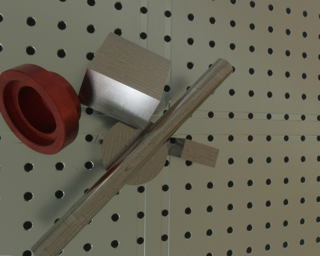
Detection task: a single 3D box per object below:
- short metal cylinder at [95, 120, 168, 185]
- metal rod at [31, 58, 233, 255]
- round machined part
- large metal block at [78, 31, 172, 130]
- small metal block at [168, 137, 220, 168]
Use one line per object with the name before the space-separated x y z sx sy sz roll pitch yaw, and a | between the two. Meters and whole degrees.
short metal cylinder | -0.037 0.027 0.387 0.081 0.050 0.079 0 90 -20
metal rod | -0.020 0.026 0.352 0.301 0.025 0.025 -46 105 -15
round machined part | -0.126 -0.023 0.336 0.098 0.098 0.042 59 40 -11
large metal block | -0.039 -0.055 0.359 0.080 0.050 0.080 24 43 -10
small metal block | 0.043 0.032 0.417 0.050 0.050 0.025 18 84 -20
